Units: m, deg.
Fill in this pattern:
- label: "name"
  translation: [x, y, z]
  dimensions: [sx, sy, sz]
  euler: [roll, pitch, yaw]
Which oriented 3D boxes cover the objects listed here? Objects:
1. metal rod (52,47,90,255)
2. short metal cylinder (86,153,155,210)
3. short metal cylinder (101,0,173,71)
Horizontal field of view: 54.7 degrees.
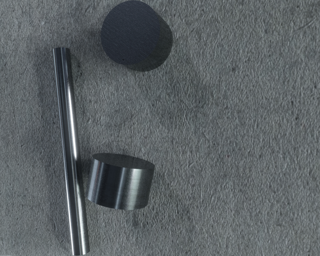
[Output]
- label: "metal rod"
  translation: [-0.131, 0.032, 0.454]
  dimensions: [0.025, 0.025, 0.298]
  euler: [-7, 88, 20]
- label: "short metal cylinder"
  translation: [-0.051, 0.066, 0.398]
  dimensions: [0.080, 0.080, 0.050]
  euler: [12, 94, 19]
- label: "short metal cylinder"
  translation: [-0.029, -0.118, 0.406]
  dimensions: [0.080, 0.050, 0.080]
  euler: [0, 90, 20]
